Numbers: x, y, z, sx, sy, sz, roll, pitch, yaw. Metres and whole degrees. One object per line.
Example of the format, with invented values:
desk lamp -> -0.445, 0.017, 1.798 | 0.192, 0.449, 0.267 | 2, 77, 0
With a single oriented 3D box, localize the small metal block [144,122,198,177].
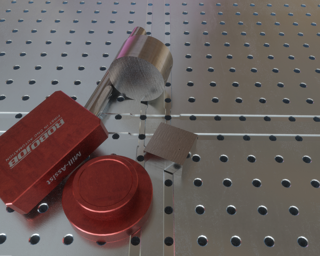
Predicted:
small metal block -> 0.014, 0.026, 0.386 | 0.050, 0.025, 0.050 | 20, 53, 15

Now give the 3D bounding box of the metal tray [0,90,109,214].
metal tray -> -0.138, 0.023, 0.363 | 0.090, 0.030, 0.130 | 33, 68, 30

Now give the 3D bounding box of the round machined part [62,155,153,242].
round machined part -> -0.057, 0.069, 0.338 | 0.099, 0.042, 0.098 | 0, 50, 0

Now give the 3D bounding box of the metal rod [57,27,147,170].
metal rod -> -0.079, -0.059, 0.455 | 0.025, 0.025, 0.300 | 13, 51, 10

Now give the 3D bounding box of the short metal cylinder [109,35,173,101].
short metal cylinder -> -0.026, -0.085, 0.443 | 0.080, 0.080, 0.050 | 12, 51, 9
